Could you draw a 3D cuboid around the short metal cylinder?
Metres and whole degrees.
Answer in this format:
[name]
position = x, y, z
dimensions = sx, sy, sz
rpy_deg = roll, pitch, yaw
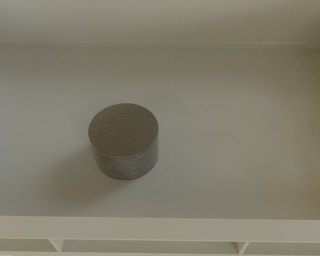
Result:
[short metal cylinder]
position = -0.042, 0.016, 0.375
dimensions = 0.080, 0.050, 0.080
rpy_deg = 0, 50, 0
